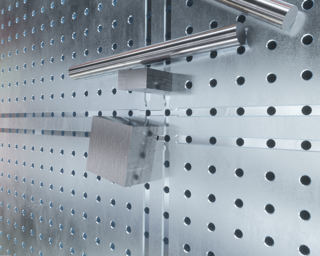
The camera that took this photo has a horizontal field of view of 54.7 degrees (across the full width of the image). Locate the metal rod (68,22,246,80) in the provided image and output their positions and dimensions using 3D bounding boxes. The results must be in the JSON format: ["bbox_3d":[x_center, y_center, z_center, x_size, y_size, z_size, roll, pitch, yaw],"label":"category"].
[{"bbox_3d":[-0.028,-0.098,0.430,0.300,0.025,0.025,-2,89,39],"label":"metal rod"}]

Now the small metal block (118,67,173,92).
[{"bbox_3d":[-0.019,-0.062,0.407,0.050,0.050,0.025,4,92,39],"label":"small metal block"}]

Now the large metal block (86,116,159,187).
[{"bbox_3d":[-0.054,0.029,0.436,0.080,0.050,0.079,14,99,38],"label":"large metal block"}]

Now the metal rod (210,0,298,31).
[{"bbox_3d":[0.029,-0.187,0.383,0.300,0.025,0.025,39,114,32],"label":"metal rod"}]
